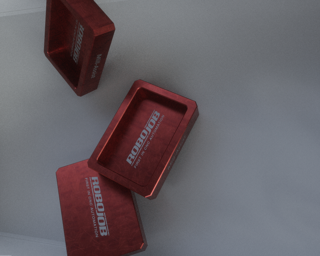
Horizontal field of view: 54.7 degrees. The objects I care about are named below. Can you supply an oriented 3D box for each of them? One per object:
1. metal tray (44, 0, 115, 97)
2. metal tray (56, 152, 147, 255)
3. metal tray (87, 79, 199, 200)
[{"bbox_3d":[-0.110,-0.112,0.401,0.090,0.030,0.129,50,146,10],"label":"metal tray"},{"bbox_3d":[-0.077,0.102,0.397,0.090,0.030,0.130,-18,63,-1],"label":"metal tray"},{"bbox_3d":[-0.019,0.012,0.389,0.090,0.030,0.130,24,77,18],"label":"metal tray"}]
